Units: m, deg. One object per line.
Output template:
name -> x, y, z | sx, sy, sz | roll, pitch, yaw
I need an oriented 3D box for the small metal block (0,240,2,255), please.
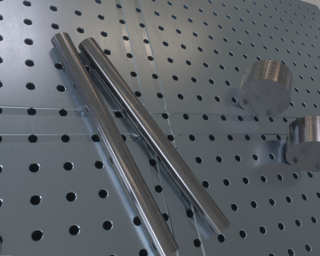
small metal block -> -0.157, 0.098, 0.248 | 0.050, 0.050, 0.025 | -12, 68, -33

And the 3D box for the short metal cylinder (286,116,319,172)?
short metal cylinder -> 0.242, 0.026, 0.487 | 0.080, 0.080, 0.050 | 28, 52, -11

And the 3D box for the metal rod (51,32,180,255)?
metal rod -> -0.061, 0.008, 0.370 | 0.025, 0.025, 0.299 | -18, 72, -35

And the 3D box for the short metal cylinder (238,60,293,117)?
short metal cylinder -> 0.172, -0.063, 0.505 | 0.080, 0.080, 0.050 | 32, 52, -8

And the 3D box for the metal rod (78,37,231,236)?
metal rod -> -0.013, 0.004, 0.399 | 0.025, 0.025, 0.299 | -29, 78, -37
